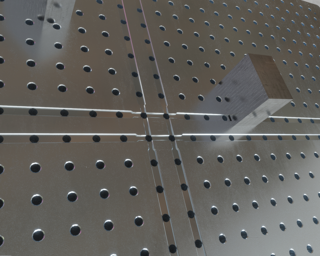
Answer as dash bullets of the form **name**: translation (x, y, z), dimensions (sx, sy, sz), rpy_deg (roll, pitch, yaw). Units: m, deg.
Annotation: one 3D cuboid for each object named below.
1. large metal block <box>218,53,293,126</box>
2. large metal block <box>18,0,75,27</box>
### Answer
- **large metal block**: translation (0.145, -0.058, 0.485), dimensions (0.050, 0.080, 0.080), rpy_deg (-2, 63, -29)
- **large metal block**: translation (-0.156, -0.197, 0.409), dimensions (0.080, 0.080, 0.050), rpy_deg (46, 51, 4)
